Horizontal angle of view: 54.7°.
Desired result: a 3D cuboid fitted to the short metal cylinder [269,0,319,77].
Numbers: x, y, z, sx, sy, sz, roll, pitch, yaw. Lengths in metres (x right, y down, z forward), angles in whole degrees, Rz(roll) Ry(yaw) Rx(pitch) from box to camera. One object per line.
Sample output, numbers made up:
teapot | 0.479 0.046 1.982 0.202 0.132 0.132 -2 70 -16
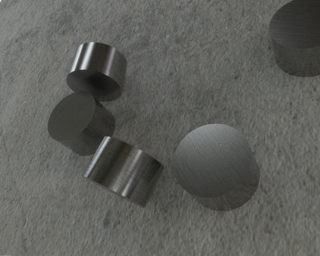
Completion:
short metal cylinder | 0.174 -0.107 0.362 0.080 0.050 0.080 -13 56 20

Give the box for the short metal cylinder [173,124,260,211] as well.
short metal cylinder | 0.061 0.042 0.329 0.080 0.050 0.080 -13 56 20

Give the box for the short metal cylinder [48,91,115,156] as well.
short metal cylinder | -0.113 -0.006 0.449 0.080 0.050 0.080 -13 56 20

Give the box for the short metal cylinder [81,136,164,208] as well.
short metal cylinder | -0.042 0.051 0.358 0.080 0.080 0.050 16 70 34

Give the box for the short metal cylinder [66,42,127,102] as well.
short metal cylinder | -0.093 -0.082 0.466 0.080 0.080 0.050 -5 59 25
